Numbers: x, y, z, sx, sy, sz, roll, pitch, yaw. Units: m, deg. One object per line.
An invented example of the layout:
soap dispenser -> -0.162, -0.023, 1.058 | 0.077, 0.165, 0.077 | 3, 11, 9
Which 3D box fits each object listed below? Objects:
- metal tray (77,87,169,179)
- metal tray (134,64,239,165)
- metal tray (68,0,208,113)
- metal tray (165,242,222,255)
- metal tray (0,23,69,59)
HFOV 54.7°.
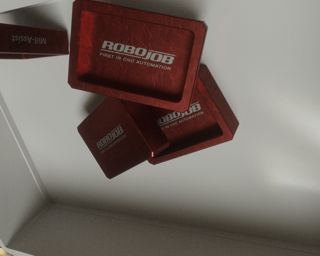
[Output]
metal tray -> -0.054, 0.010, 0.409 | 0.129, 0.030, 0.090 | -33, 89, 50
metal tray -> 0.019, -0.011, 0.387 | 0.130, 0.030, 0.090 | -22, 107, 36
metal tray -> -0.025, -0.074, 0.317 | 0.131, 0.030, 0.089 | 13, 112, 6
metal tray -> 0.064, 0.263, 0.536 | 0.090, 0.030, 0.129 | 3, 120, 26
metal tray -> -0.188, -0.101, 0.373 | 0.090, 0.131, 0.030 | 2, 101, 27
